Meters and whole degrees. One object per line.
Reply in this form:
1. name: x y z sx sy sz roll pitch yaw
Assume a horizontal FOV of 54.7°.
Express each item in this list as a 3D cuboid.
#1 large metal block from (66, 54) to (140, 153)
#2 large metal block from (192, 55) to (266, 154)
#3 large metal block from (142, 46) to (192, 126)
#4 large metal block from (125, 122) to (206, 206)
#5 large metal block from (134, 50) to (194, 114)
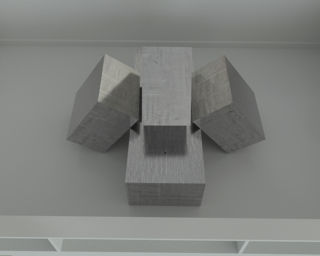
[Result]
1. large metal block: -0.068 -0.028 0.381 0.050 0.080 0.080 24 44 -28
2. large metal block: 0.082 -0.028 0.382 0.050 0.080 0.080 -26 43 29
3. large metal block: 0.006 -0.047 0.355 0.050 0.079 0.080 0 6 -1
4. large metal block: 0.006 0.040 0.353 0.080 0.050 0.080 1 50 0
5. large metal block: 0.005 -0.067 0.440 0.081 0.050 0.080 -1 50 -1
